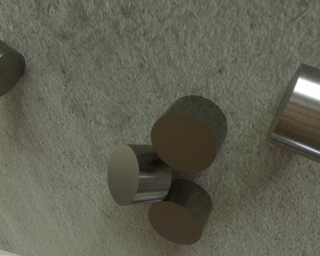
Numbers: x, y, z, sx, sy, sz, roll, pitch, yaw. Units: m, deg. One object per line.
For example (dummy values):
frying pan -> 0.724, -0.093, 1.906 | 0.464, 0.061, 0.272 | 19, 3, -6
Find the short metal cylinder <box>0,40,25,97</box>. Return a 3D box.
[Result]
short metal cylinder -> -0.243, -0.088, 0.442 | 0.050, 0.080, 0.079 | 36, 129, 4

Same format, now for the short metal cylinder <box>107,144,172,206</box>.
short metal cylinder -> -0.029, 0.062, 0.417 | 0.080, 0.050, 0.080 | -7, 81, 52

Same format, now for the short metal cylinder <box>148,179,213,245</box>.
short metal cylinder -> 0.030, 0.121, 0.448 | 0.080, 0.050, 0.079 | 13, 124, 20

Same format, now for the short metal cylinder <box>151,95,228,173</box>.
short metal cylinder -> 0.036, 0.007, 0.375 | 0.080, 0.050, 0.079 | 13, 124, 20

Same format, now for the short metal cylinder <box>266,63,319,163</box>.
short metal cylinder -> 0.140, -0.014, 0.289 | 0.050, 0.080, 0.079 | 24, 127, 13
